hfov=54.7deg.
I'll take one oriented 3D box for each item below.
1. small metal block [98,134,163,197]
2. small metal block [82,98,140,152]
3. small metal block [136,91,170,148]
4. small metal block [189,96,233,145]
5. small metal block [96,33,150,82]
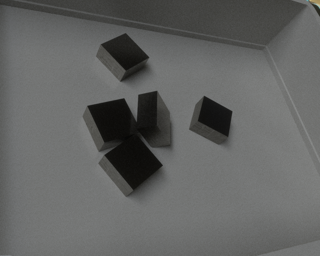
[{"bbox_3d":[-0.034,0.043,0.361,0.050,0.025,0.050,49,51,6],"label":"small metal block"},{"bbox_3d":[-0.059,-0.005,0.377,0.050,0.025,0.050,-16,70,-35],"label":"small metal block"},{"bbox_3d":[-0.007,-0.010,0.390,0.025,0.050,0.050,-10,57,17],"label":"small metal block"},{"bbox_3d":[0.075,-0.011,0.453,0.050,0.025,0.050,27,52,-11],"label":"small metal block"},{"bbox_3d":[-0.052,-0.101,0.439,0.050,0.025,0.050,47,51,4],"label":"small metal block"}]
